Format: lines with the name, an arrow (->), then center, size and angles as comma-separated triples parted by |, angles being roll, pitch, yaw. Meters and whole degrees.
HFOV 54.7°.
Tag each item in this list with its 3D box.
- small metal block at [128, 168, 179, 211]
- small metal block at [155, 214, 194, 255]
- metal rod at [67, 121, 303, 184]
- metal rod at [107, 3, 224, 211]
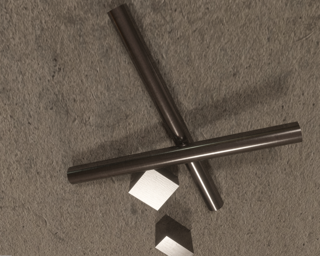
small metal block -> -0.009, 0.080, 0.439 | 0.050, 0.025, 0.050 | 35, 106, -12
small metal block -> 0.021, 0.163, 0.457 | 0.050, 0.050, 0.025 | 37, 106, -13
metal rod -> 0.020, 0.035, 0.397 | 0.301, 0.025, 0.025 | -12, 110, 14
metal rod -> 0.016, -0.013, 0.405 | 0.025, 0.025, 0.299 | -25, 109, 8
